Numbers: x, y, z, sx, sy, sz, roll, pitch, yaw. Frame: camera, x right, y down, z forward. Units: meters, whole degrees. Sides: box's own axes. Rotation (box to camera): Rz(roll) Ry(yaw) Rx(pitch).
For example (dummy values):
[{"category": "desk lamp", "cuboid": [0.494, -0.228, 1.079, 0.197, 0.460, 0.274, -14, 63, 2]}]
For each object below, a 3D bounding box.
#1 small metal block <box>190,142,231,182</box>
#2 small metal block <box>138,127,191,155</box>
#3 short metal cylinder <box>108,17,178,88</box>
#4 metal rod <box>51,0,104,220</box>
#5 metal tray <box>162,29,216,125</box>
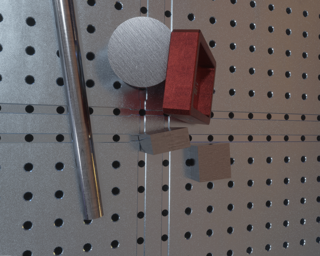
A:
[{"category": "small metal block", "cuboid": [0.072, 0.048, 0.441, 0.050, 0.025, 0.050, -4, 92, -20]}, {"category": "small metal block", "cuboid": [0.005, 0.016, 0.402, 0.050, 0.050, 0.025, -11, 94, -20]}, {"category": "short metal cylinder", "cuboid": [-0.020, -0.089, 0.380, 0.081, 0.050, 0.079, 0, 95, -2]}, {"category": "metal rod", "cuboid": [-0.101, -0.039, 0.375, 0.025, 0.025, 0.298, -9, 93, -20]}, {"category": "metal tray", "cuboid": [0.041, -0.054, 0.378, 0.030, 0.130, 0.089, 6, 88, 18]}]
